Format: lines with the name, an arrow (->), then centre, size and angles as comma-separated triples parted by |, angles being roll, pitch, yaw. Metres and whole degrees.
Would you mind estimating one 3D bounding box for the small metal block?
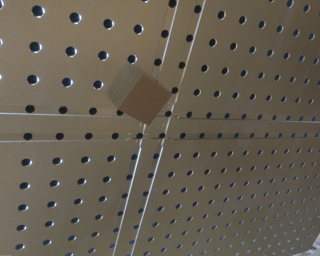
small metal block -> -0.022, -0.037, 0.378 | 0.050, 0.025, 0.050 | 29, 102, -38
